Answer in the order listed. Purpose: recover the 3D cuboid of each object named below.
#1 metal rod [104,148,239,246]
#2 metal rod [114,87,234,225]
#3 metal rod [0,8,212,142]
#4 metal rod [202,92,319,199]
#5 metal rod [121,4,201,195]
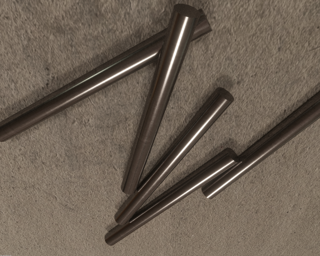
[{"bbox_3d":[0.005,0.124,0.513,0.025,0.025,0.299,34,122,-26],"label":"metal rod"},{"bbox_3d":[0.006,0.059,0.457,0.025,0.025,0.298,23,126,-19],"label":"metal rod"},{"bbox_3d":[-0.082,-0.051,0.362,0.300,0.025,0.025,-24,126,19],"label":"metal rod"},{"bbox_3d":[0.163,0.010,0.417,0.025,0.025,0.299,28,124,-22],"label":"metal rod"},{"bbox_3d":[-0.012,-0.006,0.382,0.025,0.025,0.298,11,135,-10],"label":"metal rod"}]
